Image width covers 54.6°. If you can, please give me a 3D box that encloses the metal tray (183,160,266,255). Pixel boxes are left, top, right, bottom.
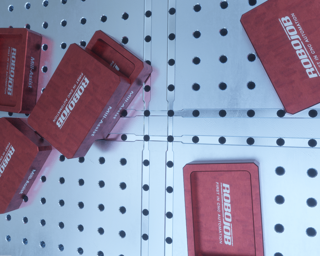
[{"bbox_3d":[0.079,0.106,0.382,0.090,0.030,0.129,-4,89,20],"label":"metal tray"}]

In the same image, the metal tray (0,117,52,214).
[{"bbox_3d":[-0.242,0.059,0.496,0.090,0.030,0.130,36,101,16],"label":"metal tray"}]

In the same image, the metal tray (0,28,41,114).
[{"bbox_3d":[-0.241,-0.091,0.496,0.090,0.030,0.129,7,92,20],"label":"metal tray"}]

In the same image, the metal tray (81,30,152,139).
[{"bbox_3d":[-0.084,-0.059,0.440,0.090,0.030,0.130,39,102,15],"label":"metal tray"}]

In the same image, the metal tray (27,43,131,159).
[{"bbox_3d":[-0.111,-0.035,0.417,0.090,0.030,0.130,38,102,16],"label":"metal tray"}]

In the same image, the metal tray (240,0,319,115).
[{"bbox_3d":[0.161,-0.090,0.353,0.090,0.030,0.130,-26,81,18],"label":"metal tray"}]
